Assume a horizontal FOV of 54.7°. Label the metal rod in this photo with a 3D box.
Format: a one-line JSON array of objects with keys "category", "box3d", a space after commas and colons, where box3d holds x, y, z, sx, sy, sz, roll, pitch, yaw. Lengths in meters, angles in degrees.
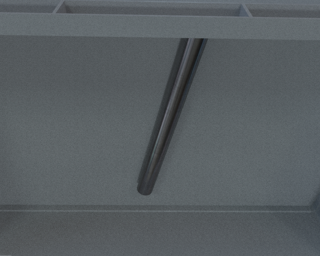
[{"category": "metal rod", "box3d": [0.011, -0.013, 0.397, 0.025, 0.025, 0.298, 10, 129, -9]}]
